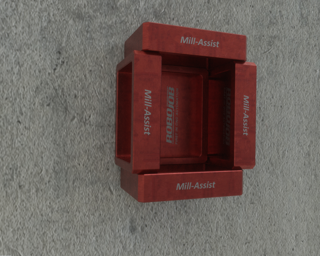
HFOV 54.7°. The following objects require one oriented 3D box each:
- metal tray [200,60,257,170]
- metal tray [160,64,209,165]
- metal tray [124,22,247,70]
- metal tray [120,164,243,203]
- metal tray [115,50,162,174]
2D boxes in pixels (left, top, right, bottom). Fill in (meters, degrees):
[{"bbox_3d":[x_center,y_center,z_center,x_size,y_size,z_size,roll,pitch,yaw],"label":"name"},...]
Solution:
[{"bbox_3d":[0.086,-0.015,0.408,0.030,0.090,0.129,1,90,-20],"label":"metal tray"},{"bbox_3d":[0.018,-0.017,0.415,0.091,0.030,0.129,1,90,-21],"label":"metal tray"},{"bbox_3d":[0.029,-0.096,0.387,0.131,0.090,0.030,1,90,-20],"label":"metal tray"},{"bbox_3d":[0.024,0.064,0.385,0.131,0.090,0.030,1,90,-20],"label":"metal tray"},{"bbox_3d":[-0.028,-0.017,0.365,0.030,0.090,0.129,1,90,-20],"label":"metal tray"}]
